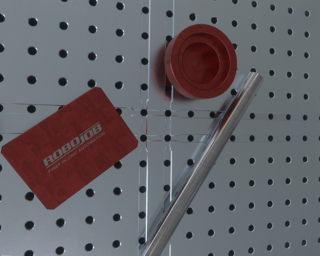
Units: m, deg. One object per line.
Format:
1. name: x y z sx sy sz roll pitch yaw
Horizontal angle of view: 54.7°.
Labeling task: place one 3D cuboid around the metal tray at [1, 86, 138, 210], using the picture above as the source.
1. metal tray: -0.104 0.022 0.372 0.131 0.030 0.090 -37 102 -16

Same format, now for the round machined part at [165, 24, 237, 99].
1. round machined part: 0.052 -0.087 0.423 0.099 0.042 0.097 0 90 -20

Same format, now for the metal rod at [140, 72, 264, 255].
1. metal rod: 0.064 0.047 0.436 0.025 0.025 0.300 36 78 -17
